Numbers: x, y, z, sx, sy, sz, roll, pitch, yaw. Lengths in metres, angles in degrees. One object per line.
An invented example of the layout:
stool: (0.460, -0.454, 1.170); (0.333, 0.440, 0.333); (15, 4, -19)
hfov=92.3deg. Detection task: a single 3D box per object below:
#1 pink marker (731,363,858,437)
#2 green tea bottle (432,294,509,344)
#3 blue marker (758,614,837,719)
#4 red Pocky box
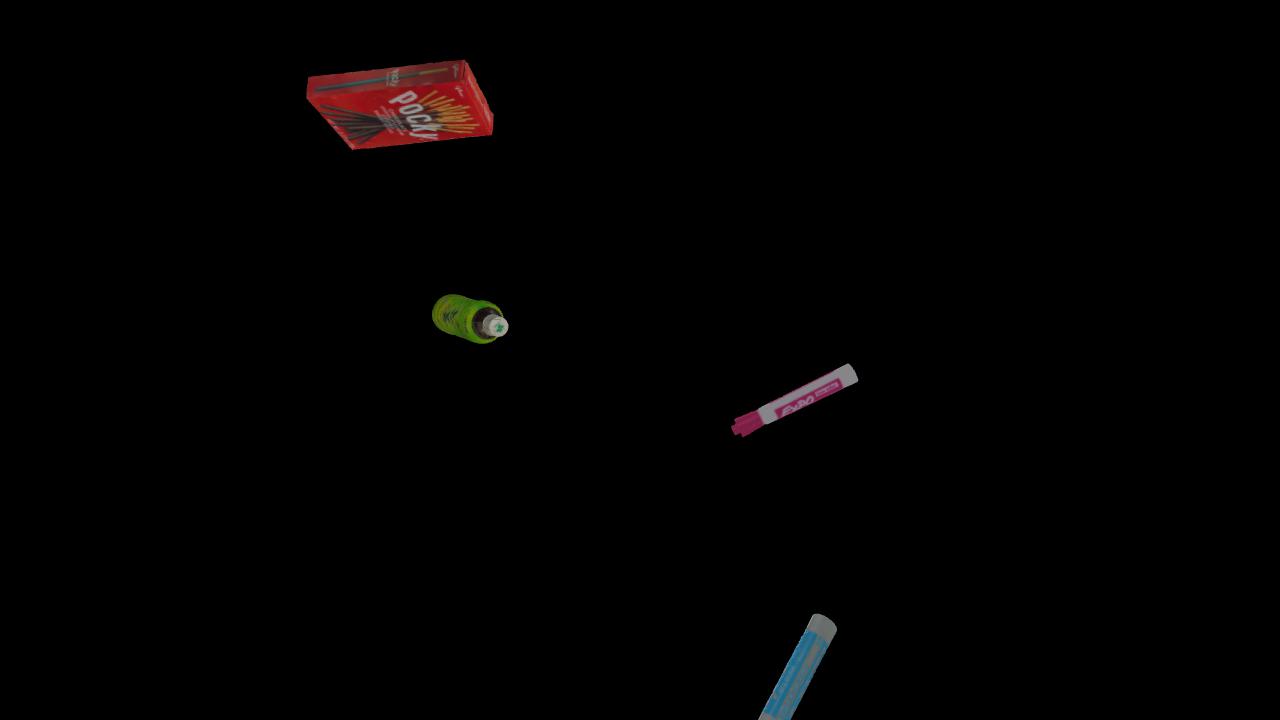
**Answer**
pink marker: (0.139, 0.038, 0.561); (0.121, 0.020, 0.020); (-27, -3, 6)
green tea bottle: (-0.268, -0.066, 0.986); (0.073, 0.073, 0.212); (0, 7, -36)
blue marker: (0.098, 0.224, 0.410); (0.020, 0.020, 0.121); (0, 36, 47)
red Pocky box: (-0.231, -0.247, 0.603); (0.155, 0.028, 0.083); (-4, -17, 5)
